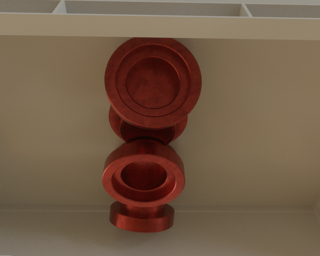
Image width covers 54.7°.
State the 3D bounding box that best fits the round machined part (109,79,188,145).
[{"bbox_3d":[-0.015,-0.010,0.387,0.099,0.042,0.097,-1,130,0],"label":"round machined part"}]

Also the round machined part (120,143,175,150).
[{"bbox_3d":[-0.021,0.064,0.450,0.099,0.042,0.097,-1,130,0],"label":"round machined part"}]

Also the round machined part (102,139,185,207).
[{"bbox_3d":[-0.019,0.052,0.383,0.099,0.042,0.097,-1,130,0],"label":"round machined part"}]

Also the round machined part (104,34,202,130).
[{"bbox_3d":[-0.008,-0.046,0.332,0.099,0.097,0.042,5,172,-5],"label":"round machined part"}]

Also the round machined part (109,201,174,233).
[{"bbox_3d":[-0.027,0.122,0.476,0.099,0.098,0.042,5,93,-5],"label":"round machined part"}]
